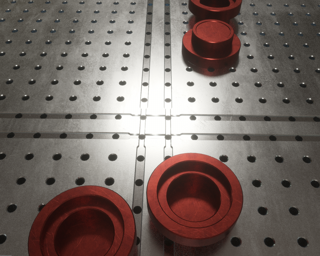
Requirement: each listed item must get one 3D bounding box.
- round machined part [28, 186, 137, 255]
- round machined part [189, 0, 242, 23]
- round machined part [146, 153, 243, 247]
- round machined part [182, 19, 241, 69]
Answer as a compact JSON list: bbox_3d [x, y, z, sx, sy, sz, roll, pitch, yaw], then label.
[{"bbox_3d":[-0.072,0.110,0.304,0.099,0.042,0.098,0,50,0],"label":"round machined part"},{"bbox_3d":[0.103,-0.230,0.591,0.099,0.042,0.098,0,50,0],"label":"round machined part"},{"bbox_3d":[0.035,0.078,0.332,0.099,0.042,0.098,0,50,0],"label":"round machined part"},{"bbox_3d":[0.087,-0.147,0.521,0.099,0.042,0.098,0,50,0],"label":"round machined part"}]
